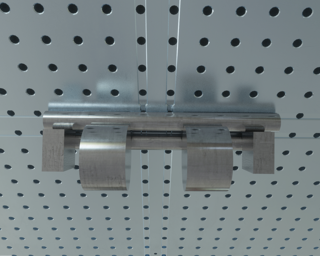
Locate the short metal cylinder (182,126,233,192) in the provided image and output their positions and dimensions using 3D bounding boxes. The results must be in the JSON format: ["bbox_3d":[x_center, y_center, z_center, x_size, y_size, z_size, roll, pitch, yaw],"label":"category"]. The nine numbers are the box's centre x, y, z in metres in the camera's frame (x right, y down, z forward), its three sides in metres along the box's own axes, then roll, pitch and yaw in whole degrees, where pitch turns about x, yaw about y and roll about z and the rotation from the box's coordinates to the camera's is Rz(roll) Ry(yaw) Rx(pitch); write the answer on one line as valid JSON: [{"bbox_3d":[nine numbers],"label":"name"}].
[{"bbox_3d":[0.055,0.037,0.379,0.050,0.080,0.079,1,130,-1],"label":"short metal cylinder"}]

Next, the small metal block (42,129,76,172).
[{"bbox_3d":[-0.125,0.027,0.387,0.025,0.050,0.050,1,88,0],"label":"small metal block"}]

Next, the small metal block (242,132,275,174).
[{"bbox_3d":[0.123,0.030,0.392,0.025,0.050,0.050,1,89,0],"label":"small metal block"}]

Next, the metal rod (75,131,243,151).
[{"bbox_3d":[0.000,0.018,0.427,0.302,0.025,0.025,1,130,-1],"label":"metal rod"}]

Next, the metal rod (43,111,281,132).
[{"bbox_3d":[0.003,-0.008,0.405,0.302,0.025,0.025,1,130,-1],"label":"metal rod"}]

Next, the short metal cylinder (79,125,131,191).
[{"bbox_3d":[-0.063,0.036,0.377,0.050,0.080,0.079,1,130,-1],"label":"short metal cylinder"}]
